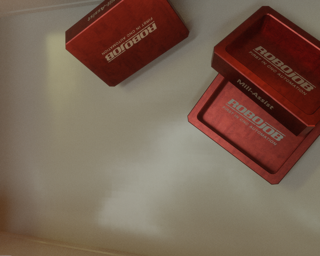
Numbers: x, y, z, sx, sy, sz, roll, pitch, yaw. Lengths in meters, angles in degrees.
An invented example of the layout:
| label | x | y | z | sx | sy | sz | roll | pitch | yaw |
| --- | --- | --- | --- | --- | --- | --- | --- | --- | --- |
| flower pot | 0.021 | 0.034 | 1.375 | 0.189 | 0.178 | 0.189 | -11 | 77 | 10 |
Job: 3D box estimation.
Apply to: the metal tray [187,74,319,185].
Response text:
| label | x | y | z | sx | sy | sz | roll | pitch | yaw |
| --- | --- | --- | --- | --- | --- | --- | --- | --- | --- |
| metal tray | 0.110 | -0.008 | 0.368 | 0.130 | 0.030 | 0.090 | 38 | 102 | 16 |

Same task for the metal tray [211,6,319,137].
| label | x | y | z | sx | sy | sz | roll | pitch | yaw |
| --- | --- | --- | --- | --- | --- | --- | --- | --- | --- |
| metal tray | 0.133 | -0.065 | 0.337 | 0.090 | 0.030 | 0.130 | -42 | 72 | -14 |

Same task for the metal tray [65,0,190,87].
| label | x | y | z | sx | sy | sz | roll | pitch | yaw |
| --- | --- | --- | --- | --- | --- | --- | --- | --- | --- |
| metal tray | -0.041 | -0.118 | 0.389 | 0.130 | 0.090 | 0.030 | -31 | 47 | 17 |
